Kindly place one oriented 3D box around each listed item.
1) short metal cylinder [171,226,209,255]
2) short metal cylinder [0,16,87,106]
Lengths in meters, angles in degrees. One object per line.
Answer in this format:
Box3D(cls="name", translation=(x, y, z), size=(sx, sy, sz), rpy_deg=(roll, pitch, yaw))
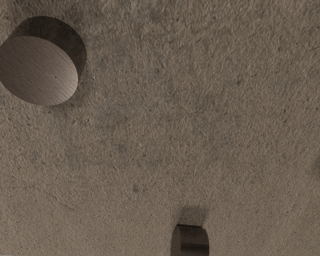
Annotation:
Box3D(cls="short metal cylinder", translation=(0.052, 0.221, 0.560), size=(0.050, 0.080, 0.079), rpy_deg=(8, 130, -8))
Box3D(cls="short metal cylinder", translation=(-0.123, -0.070, 0.329), size=(0.081, 0.050, 0.079), rpy_deg=(0, 130, 0))
